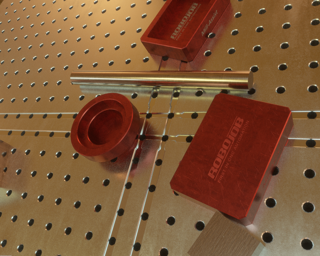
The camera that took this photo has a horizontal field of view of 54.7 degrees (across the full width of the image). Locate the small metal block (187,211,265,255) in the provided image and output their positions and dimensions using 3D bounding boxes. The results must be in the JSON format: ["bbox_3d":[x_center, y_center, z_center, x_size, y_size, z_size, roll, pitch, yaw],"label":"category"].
[{"bbox_3d":[0.064,0.119,0.301,0.050,0.025,0.050,31,78,37],"label":"small metal block"}]

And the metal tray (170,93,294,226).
[{"bbox_3d":[0.080,0.029,0.345,0.090,0.030,0.130,18,71,34],"label":"metal tray"}]

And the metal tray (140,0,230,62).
[{"bbox_3d":[0.040,-0.170,0.487,0.090,0.030,0.130,22,73,35],"label":"metal tray"}]

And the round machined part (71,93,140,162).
[{"bbox_3d":[-0.071,0.003,0.431,0.098,0.042,0.098,-13,56,20],"label":"round machined part"}]

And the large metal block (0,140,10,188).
[{"bbox_3d":[-0.305,0.063,0.510,0.080,0.050,0.080,-18,55,17],"label":"large metal block"}]

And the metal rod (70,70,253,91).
[{"bbox_3d":[-0.016,-0.073,0.459,0.300,0.025,0.025,6,65,30],"label":"metal rod"}]
